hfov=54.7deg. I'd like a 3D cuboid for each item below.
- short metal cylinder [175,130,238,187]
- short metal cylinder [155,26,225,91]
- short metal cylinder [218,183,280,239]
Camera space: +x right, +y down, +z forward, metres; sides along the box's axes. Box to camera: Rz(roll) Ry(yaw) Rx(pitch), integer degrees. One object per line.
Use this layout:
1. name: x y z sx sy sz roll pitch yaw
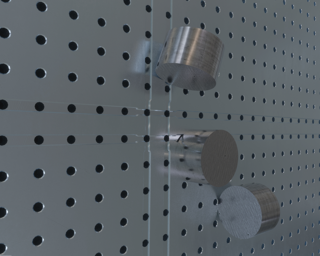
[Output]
1. short metal cylinder: 0.068 0.042 0.450 0.081 0.050 0.079 0 90 -40
2. short metal cylinder: 0.039 -0.088 0.406 0.080 0.080 0.050 25 74 -37
3. short metal cylinder: 0.140 0.129 0.490 0.050 0.080 0.080 2 89 -40
